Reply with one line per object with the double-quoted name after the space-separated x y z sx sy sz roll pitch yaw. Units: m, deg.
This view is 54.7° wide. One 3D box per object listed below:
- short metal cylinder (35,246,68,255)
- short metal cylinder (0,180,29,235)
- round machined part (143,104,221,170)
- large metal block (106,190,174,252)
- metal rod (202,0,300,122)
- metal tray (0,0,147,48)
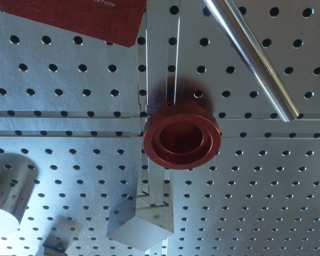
-0.225 0.282 0.614 0.050 0.080 0.080 30 124 -23 "short metal cylinder"
-0.262 0.130 0.504 0.081 0.050 0.079 0 130 0 "short metal cylinder"
0.027 0.007 0.406 0.099 0.042 0.097 0 130 0 "round machined part"
-0.033 0.162 0.533 0.080 0.050 0.080 33 123 -25 "large metal block"
0.075 -0.108 0.319 0.025 0.025 0.300 -30 124 23 "metal rod"
-0.076 -0.138 0.290 0.131 0.030 0.089 13 129 -11 "metal tray"
